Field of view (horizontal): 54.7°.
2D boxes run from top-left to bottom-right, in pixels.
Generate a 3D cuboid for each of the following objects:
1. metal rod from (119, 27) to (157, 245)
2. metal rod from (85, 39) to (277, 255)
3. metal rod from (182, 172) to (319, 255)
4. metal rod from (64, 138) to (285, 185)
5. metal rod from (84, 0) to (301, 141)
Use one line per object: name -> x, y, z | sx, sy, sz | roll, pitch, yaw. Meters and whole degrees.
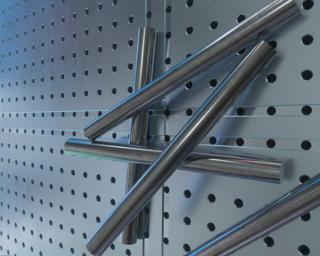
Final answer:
metal rod -> -0.031, 0.014, 0.432 | 0.025, 0.025, 0.298 | 9, 96, 39
metal rod -> 0.016, 0.030, 0.344 | 0.299, 0.025, 0.025 | -50, 60, 10
metal rod -> 0.067, 0.136, 0.352 | 0.299, 0.025, 0.025 | -44, 64, 30
metal rod -> -0.006, 0.036, 0.387 | 0.300, 0.025, 0.025 | 4, 92, 31
metal rod -> 0.016, -0.058, 0.372 | 0.299, 0.025, 0.025 | -29, 72, 28
